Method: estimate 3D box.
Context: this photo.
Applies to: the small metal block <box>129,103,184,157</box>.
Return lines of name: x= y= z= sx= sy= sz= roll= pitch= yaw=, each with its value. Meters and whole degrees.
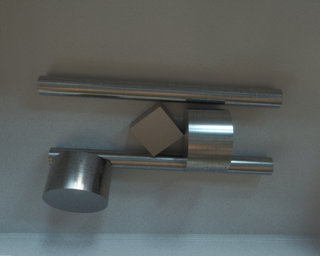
small metal block: x=-0.004 y=0.001 z=0.410 sx=0.050 sy=0.025 sz=0.050 roll=-36 pitch=107 yaw=12

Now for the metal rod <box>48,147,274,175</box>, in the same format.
metal rod: x=0.003 y=0.046 z=0.426 sx=0.302 sy=0.025 sz=0.025 roll=3 pitch=110 yaw=-2

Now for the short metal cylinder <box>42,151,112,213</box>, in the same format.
short metal cylinder: x=-0.105 y=0.072 z=0.403 sx=0.081 sy=0.050 sz=0.080 roll=1 pitch=144 yaw=1

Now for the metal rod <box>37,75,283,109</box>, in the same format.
metal rod: x=0.002 y=-0.045 z=0.392 sx=0.302 sy=0.025 sz=0.025 roll=3 pitch=110 yaw=-2

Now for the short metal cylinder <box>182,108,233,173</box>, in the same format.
short metal cylinder: x=0.057 y=0.015 z=0.387 sx=0.050 sy=0.080 sz=0.079 roll=2 pitch=110 yaw=-1
